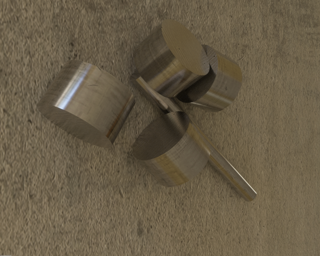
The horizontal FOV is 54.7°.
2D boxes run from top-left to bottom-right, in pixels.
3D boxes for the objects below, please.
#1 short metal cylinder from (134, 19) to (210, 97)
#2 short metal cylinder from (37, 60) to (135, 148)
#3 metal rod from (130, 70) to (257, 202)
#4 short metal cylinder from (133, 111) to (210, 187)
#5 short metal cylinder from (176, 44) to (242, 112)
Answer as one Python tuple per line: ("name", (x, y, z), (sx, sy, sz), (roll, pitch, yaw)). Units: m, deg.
("short metal cylinder", (0.015, -0.085, 0.380), (0.080, 0.050, 0.080), (29, 44, -32))
("short metal cylinder", (-0.072, -0.022, 0.309), (0.080, 0.080, 0.050), (40, 66, -33))
("metal rod", (0.064, 0.024, 0.458), (0.300, 0.025, 0.025), (45, 63, -31))
("short metal cylinder", (0.014, 0.025, 0.381), (0.050, 0.080, 0.080), (52, 60, -28))
("short metal cylinder", (0.063, -0.066, 0.421), (0.050, 0.080, 0.080), (16, 80, -39))
